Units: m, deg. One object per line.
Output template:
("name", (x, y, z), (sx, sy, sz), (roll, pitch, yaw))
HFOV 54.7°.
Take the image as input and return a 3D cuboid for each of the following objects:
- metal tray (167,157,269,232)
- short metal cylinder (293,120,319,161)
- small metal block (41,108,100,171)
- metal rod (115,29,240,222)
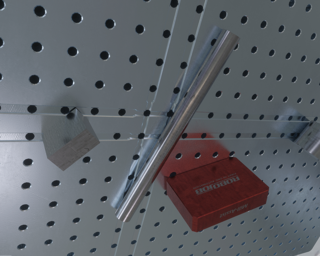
("metal tray", (0.087, 0.097, 0.476), (0.131, 0.090, 0.030), (-15, 125, -20))
("short metal cylinder", (0.289, 0.030, 0.553), (0.080, 0.080, 0.050), (28, 103, -38))
("small metal block", (-0.101, 0.012, 0.347), (0.050, 0.050, 0.025), (-38, 129, -3))
("metal rod", (0.017, 0.007, 0.425), (0.025, 0.025, 0.298), (19, 108, -36))
